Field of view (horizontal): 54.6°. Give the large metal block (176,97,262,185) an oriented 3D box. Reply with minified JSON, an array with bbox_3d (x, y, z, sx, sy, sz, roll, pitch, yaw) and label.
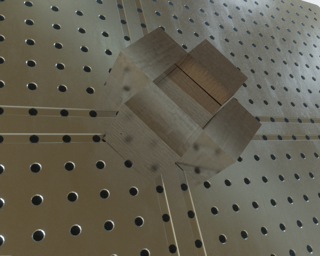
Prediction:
[{"bbox_3d":[0.073,0.018,0.402,0.050,0.080,0.080,45,51,3],"label":"large metal block"}]

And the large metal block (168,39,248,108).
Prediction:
[{"bbox_3d":[0.062,-0.065,0.445,0.080,0.080,0.050,44,51,1],"label":"large metal block"}]

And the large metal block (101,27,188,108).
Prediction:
[{"bbox_3d":[-0.021,-0.073,0.406,0.050,0.080,0.080,44,51,2],"label":"large metal block"}]

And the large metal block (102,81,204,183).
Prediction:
[{"bbox_3d":[-0.011,0.007,0.362,0.080,0.080,0.050,44,51,1],"label":"large metal block"}]

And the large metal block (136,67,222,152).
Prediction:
[{"bbox_3d":[0.021,-0.022,0.415,0.080,0.050,0.080,43,53,3],"label":"large metal block"}]
